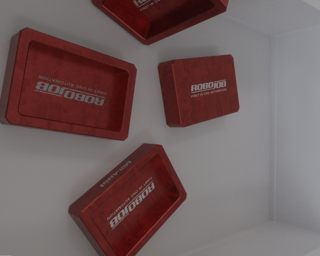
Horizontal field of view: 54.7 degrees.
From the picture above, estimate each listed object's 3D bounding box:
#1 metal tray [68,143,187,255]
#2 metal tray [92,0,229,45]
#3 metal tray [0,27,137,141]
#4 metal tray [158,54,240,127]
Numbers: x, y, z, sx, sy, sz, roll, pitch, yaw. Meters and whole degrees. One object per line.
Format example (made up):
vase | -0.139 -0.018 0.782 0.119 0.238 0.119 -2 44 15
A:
metal tray | -0.032 0.090 0.376 0.131 0.030 0.090 -40 115 -33
metal tray | -0.002 -0.144 0.334 0.090 0.130 0.030 31 64 -36
metal tray | -0.090 -0.039 0.327 0.131 0.030 0.090 11 83 -39
metal tray | 0.061 -0.057 0.454 0.131 0.030 0.089 -15 100 -39
